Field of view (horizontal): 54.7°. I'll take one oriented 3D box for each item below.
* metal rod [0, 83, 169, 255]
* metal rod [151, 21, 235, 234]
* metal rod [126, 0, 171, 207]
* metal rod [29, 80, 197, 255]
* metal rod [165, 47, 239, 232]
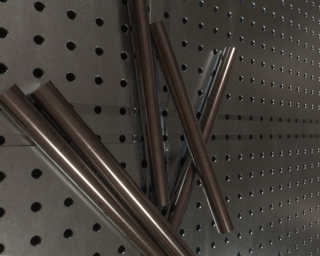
[{"bbox_3d":[-0.068,0.076,0.353,0.025,0.025,0.299,-50,120,-28],"label":"metal rod"},{"bbox_3d":[0.043,0.004,0.422,0.025,0.025,0.298,-25,98,-38],"label":"metal rod"},{"bbox_3d":[-0.016,-0.047,0.397,0.025,0.025,0.298,-12,98,-40],"label":"metal rod"},{"bbox_3d":[-0.039,0.072,0.364,0.025,0.025,0.299,-49,115,-29],"label":"metal rod"},{"bbox_3d":[0.065,0.007,0.466,0.025,0.025,0.299,34,69,-35],"label":"metal rod"}]
